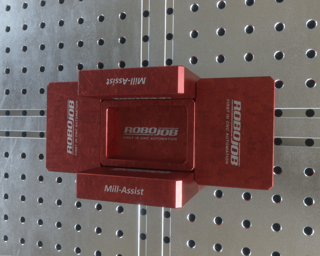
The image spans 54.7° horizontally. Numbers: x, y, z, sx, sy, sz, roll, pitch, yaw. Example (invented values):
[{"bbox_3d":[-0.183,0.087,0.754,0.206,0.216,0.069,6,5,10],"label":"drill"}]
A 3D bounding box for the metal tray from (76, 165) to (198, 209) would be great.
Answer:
[{"bbox_3d":[-0.025,0.068,0.384,0.130,0.090,0.030,1,91,19],"label":"metal tray"}]

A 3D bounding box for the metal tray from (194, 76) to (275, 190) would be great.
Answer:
[{"bbox_3d":[0.090,0.005,0.376,0.090,0.030,0.129,1,90,18],"label":"metal tray"}]

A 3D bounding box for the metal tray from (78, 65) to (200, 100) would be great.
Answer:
[{"bbox_3d":[-0.023,-0.052,0.385,0.130,0.090,0.030,1,91,19],"label":"metal tray"}]

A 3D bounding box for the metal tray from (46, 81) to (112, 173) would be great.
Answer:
[{"bbox_3d":[-0.118,-0.001,0.450,0.090,0.030,0.129,1,90,19],"label":"metal tray"}]

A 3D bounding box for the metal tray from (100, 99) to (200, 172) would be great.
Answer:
[{"bbox_3d":[-0.014,0.008,0.412,0.130,0.030,0.089,1,90,19],"label":"metal tray"}]
